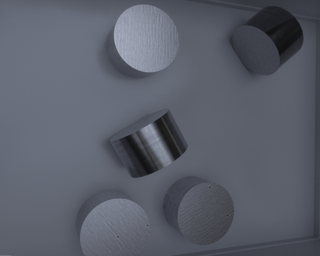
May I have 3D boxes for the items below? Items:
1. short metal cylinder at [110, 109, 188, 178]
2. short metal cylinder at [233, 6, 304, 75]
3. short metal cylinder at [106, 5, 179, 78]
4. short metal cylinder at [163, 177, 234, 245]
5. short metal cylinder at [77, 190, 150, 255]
[{"bbox_3d":[-0.013,0.017,0.376,0.080,0.080,0.050,-31,101,-17],"label":"short metal cylinder"},{"bbox_3d":[0.150,-0.122,0.436,0.050,0.080,0.080,-40,103,-15],"label":"short metal cylinder"},{"bbox_3d":[-0.023,-0.106,0.388,0.081,0.050,0.080,0,90,-20],"label":"short metal cylinder"},{"bbox_3d":[0.051,0.109,0.416,0.081,0.050,0.080,0,90,-20],"label":"short metal cylinder"},{"bbox_3d":[-0.058,0.120,0.376,0.081,0.050,0.080,0,90,-20],"label":"short metal cylinder"}]
